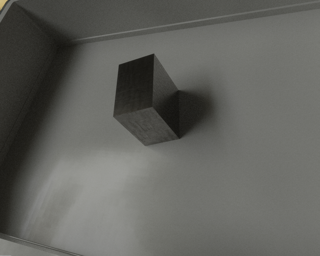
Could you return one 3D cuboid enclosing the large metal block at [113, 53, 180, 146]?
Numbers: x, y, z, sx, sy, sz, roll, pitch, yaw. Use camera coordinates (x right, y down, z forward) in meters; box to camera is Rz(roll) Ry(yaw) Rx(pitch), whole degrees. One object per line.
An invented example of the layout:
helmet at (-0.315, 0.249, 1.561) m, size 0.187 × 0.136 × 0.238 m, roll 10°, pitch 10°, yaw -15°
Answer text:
large metal block at (-0.014, -0.033, 0.399) m, size 0.050 × 0.080 × 0.080 m, roll -13°, pitch 56°, yaw 21°
